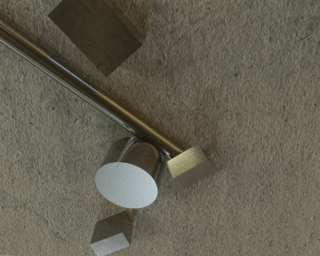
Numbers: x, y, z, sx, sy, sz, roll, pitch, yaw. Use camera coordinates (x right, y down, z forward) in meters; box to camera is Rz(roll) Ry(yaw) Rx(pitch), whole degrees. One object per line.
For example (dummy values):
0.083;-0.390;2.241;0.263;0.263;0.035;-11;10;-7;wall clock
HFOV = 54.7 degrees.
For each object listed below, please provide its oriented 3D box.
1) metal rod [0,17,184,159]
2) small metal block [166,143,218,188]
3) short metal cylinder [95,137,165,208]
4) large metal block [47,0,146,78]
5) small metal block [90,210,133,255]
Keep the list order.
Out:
-0.094;-0.048;0.390;0.301;0.025;0.025;36;106;-13;metal rod
0.043;0.052;0.415;0.050;0.025;0.050;-32;147;11;small metal block
-0.038;0.059;0.406;0.080;0.050;0.079;6;126;9;short metal cylinder
-0.063;-0.109;0.340;0.050;0.080;0.080;-39;106;13;large metal block
-0.069;0.154;0.452;0.050;0.050;0.025;-23;109;8;small metal block
